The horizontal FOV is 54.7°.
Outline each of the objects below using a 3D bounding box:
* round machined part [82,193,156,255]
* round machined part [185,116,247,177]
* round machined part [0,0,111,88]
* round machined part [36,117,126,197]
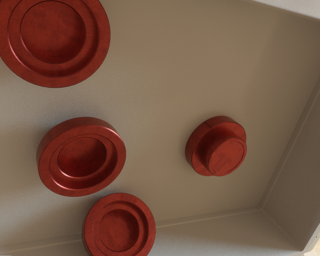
[{"bbox_3d":[-0.059,0.143,0.430,0.099,0.098,0.042,-5,157,-26],"label":"round machined part"},{"bbox_3d":[0.091,0.034,0.468,0.099,0.042,0.097,-14,124,-21],"label":"round machined part"},{"bbox_3d":[-0.100,-0.090,0.287,0.099,0.042,0.097,-14,124,-21],"label":"round machined part"},{"bbox_3d":[-0.093,0.030,0.365,0.099,0.042,0.097,-14,124,-21],"label":"round machined part"}]
